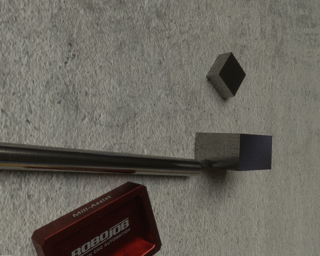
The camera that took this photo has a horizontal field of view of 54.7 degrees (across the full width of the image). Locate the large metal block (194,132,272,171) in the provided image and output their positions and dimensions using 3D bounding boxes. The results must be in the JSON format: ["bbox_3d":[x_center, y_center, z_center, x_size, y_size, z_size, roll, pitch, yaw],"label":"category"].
[{"bbox_3d":[0.109,0.034,0.463,0.081,0.080,0.050,4,88,-40],"label":"large metal block"}]

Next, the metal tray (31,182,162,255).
[{"bbox_3d":[-0.064,0.128,0.349,0.131,0.030,0.089,-23,105,-38],"label":"metal tray"}]

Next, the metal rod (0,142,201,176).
[{"bbox_3d":[-0.065,0.039,0.352,0.302,0.025,0.025,9,84,-40],"label":"metal rod"}]

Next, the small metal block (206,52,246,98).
[{"bbox_3d":[0.107,-0.085,0.497,0.050,0.025,0.050,47,62,-30],"label":"small metal block"}]
